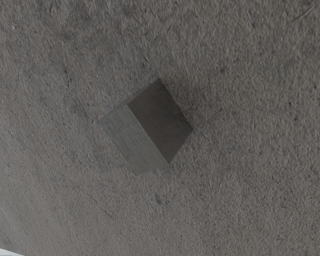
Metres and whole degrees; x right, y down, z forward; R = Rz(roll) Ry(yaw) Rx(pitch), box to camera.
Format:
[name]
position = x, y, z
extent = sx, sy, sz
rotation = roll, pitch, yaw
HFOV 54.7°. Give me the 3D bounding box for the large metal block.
[large metal block]
position = -0.014, -0.003, 0.377
extent = 0.050, 0.080, 0.080
rotation = -25, 105, 37
